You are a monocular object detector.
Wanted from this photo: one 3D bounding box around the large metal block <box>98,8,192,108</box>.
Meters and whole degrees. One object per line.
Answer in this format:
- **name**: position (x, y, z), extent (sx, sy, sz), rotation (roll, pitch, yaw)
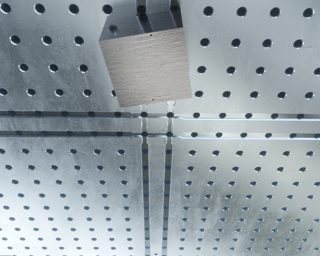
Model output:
- **large metal block**: position (-0.011, -0.073, 0.333), extent (0.080, 0.050, 0.080), rotation (-8, 130, 6)
